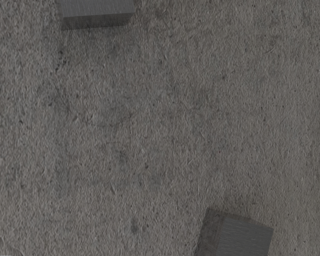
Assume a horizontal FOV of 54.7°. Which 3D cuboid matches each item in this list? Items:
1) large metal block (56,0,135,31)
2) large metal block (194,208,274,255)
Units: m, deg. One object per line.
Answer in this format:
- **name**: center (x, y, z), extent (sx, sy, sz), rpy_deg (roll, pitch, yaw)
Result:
- **large metal block**: center (-0.082, -0.165, 0.365), extent (0.081, 0.050, 0.080), rpy_deg (-12, 94, -20)
- **large metal block**: center (0.101, 0.165, 0.433), extent (0.081, 0.050, 0.080), rpy_deg (18, 84, -19)
